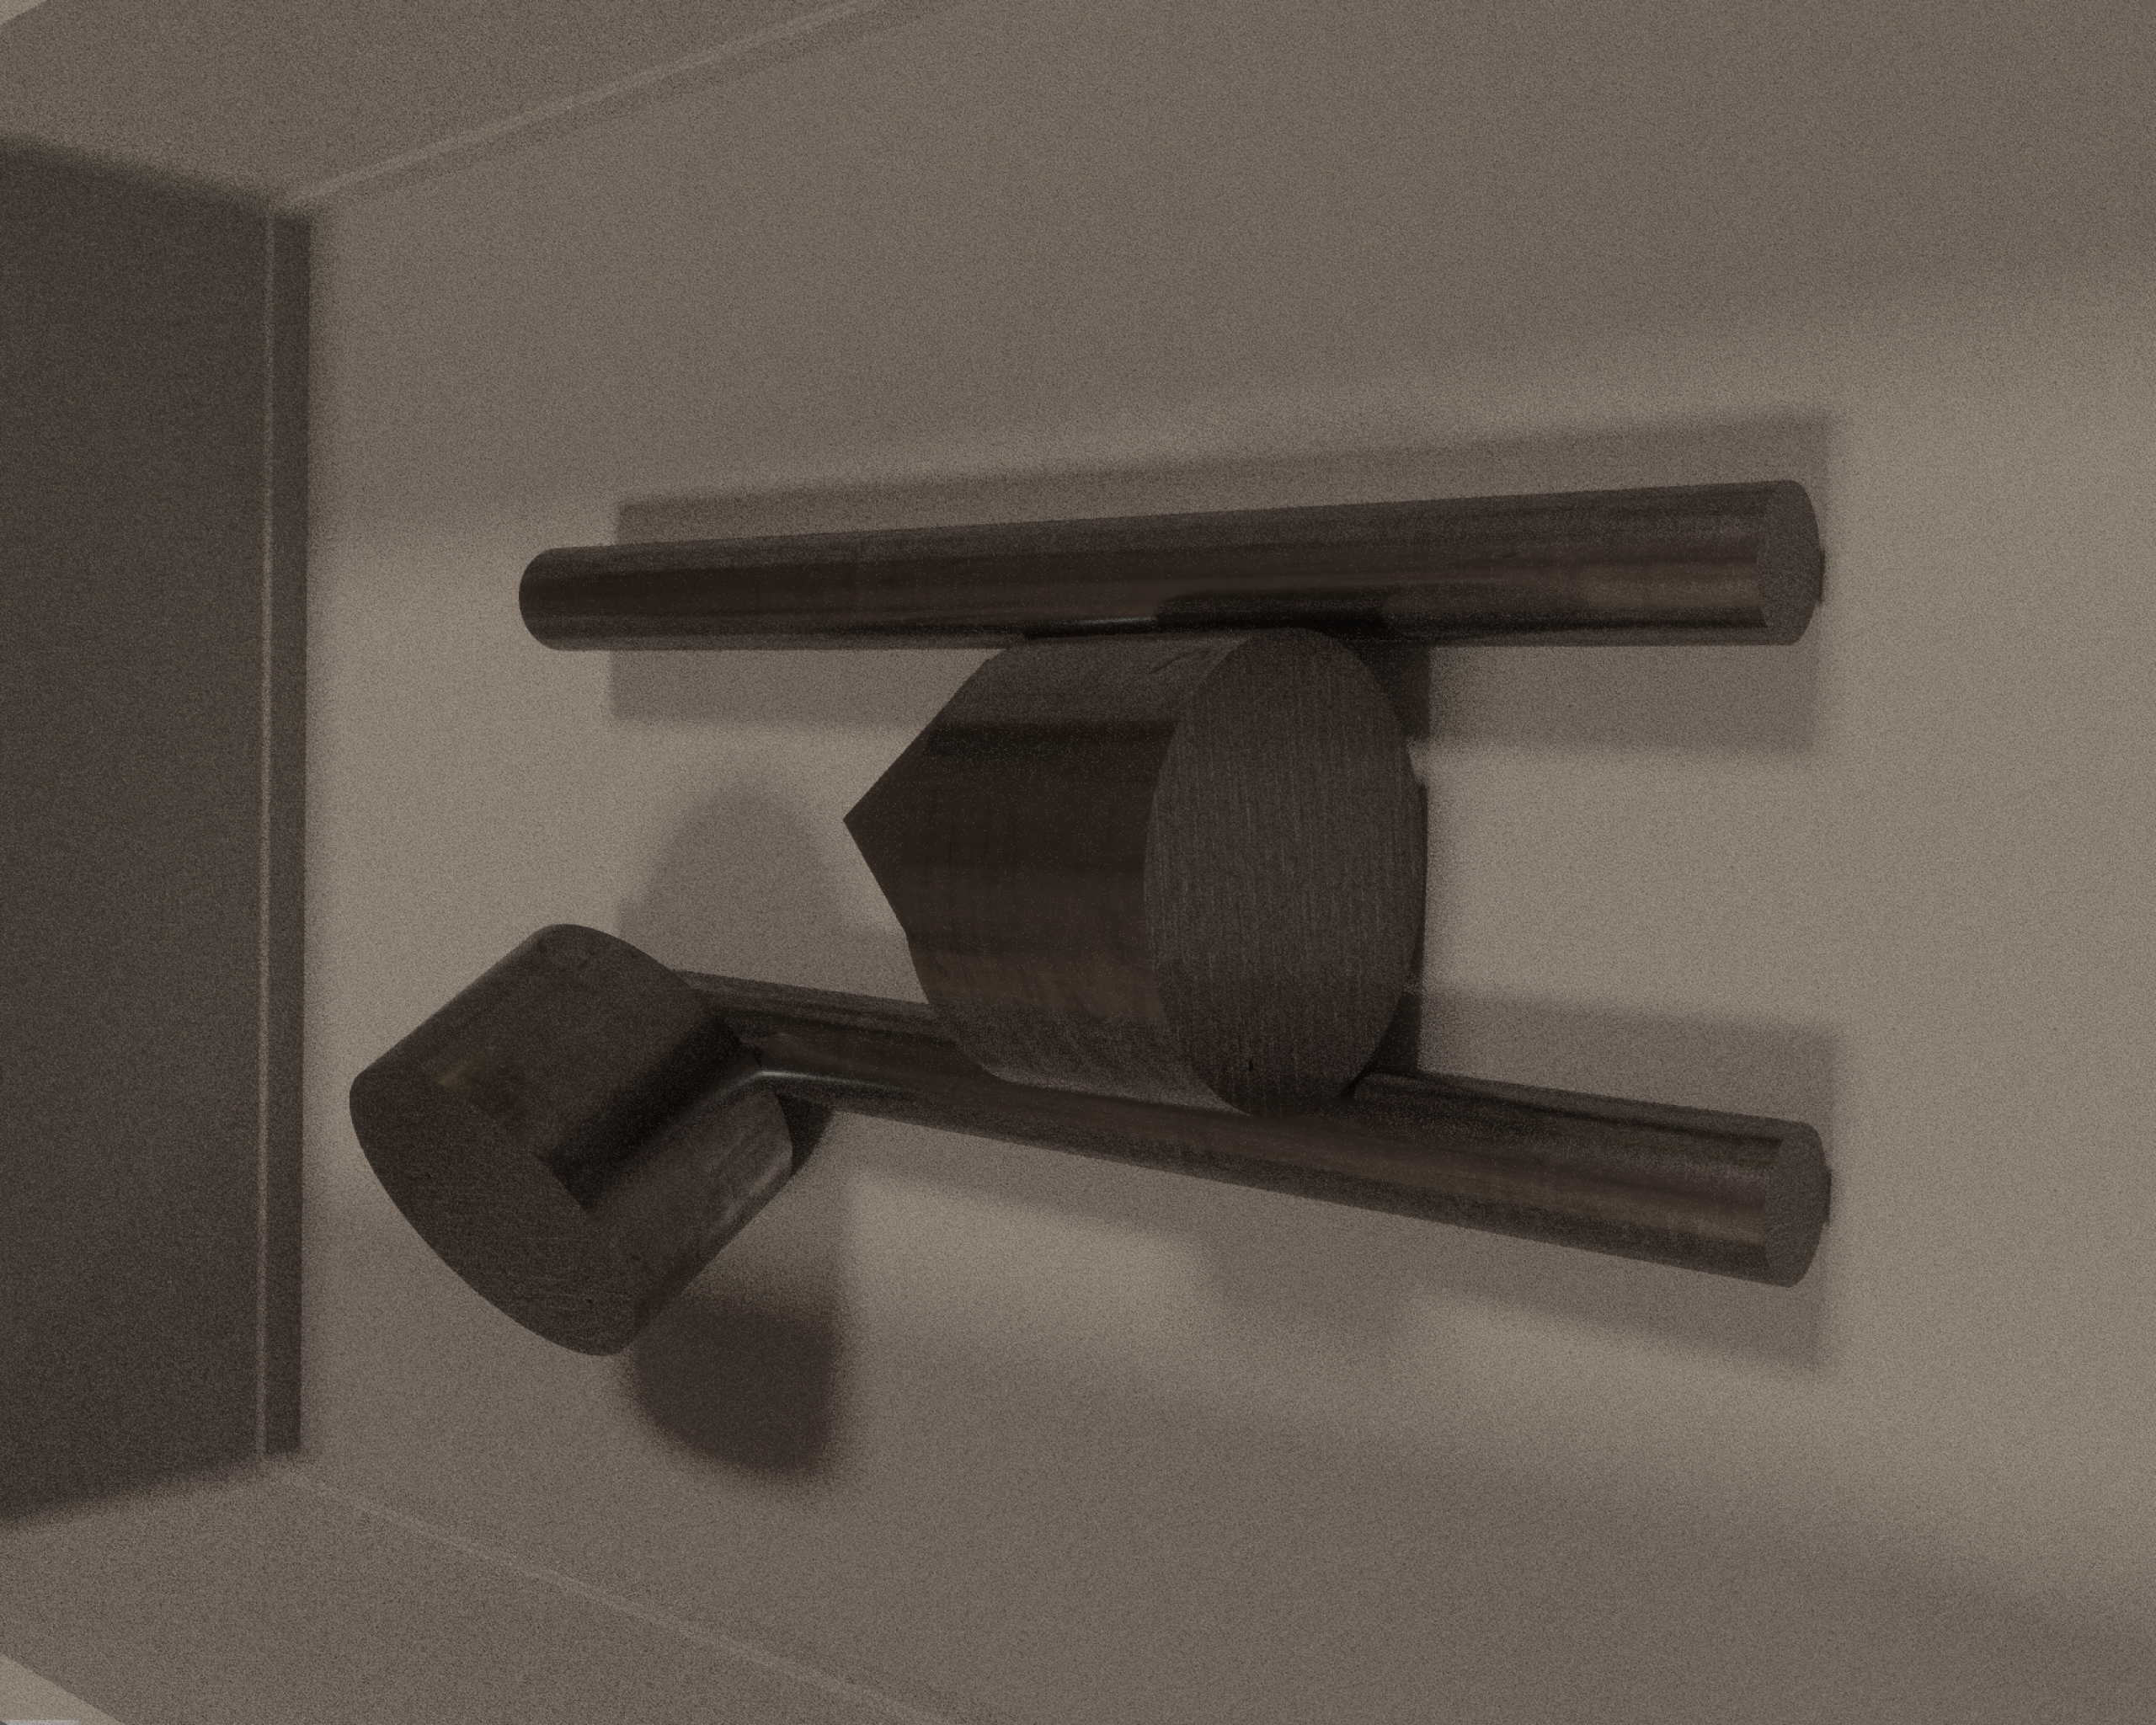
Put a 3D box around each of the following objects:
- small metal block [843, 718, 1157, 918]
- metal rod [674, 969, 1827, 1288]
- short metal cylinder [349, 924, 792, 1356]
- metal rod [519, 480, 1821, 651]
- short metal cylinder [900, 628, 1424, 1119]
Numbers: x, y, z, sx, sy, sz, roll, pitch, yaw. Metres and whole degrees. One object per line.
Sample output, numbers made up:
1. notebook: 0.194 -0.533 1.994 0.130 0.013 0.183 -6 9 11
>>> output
1. small metal block: -0.013 -0.004 0.413 0.050 0.025 0.050 -45 63 30
2. metal rod: -0.008 0.043 0.409 0.300 0.025 0.025 4 93 39
3. short metal cylinder: -0.110 0.060 0.454 0.080 0.050 0.079 24 137 24
4. metal rod: -0.009 -0.054 0.409 0.300 0.025 0.025 5 93 39
5. short metal cylinder: 0.016 0.001 0.354 0.050 0.081 0.079 2 92 40
